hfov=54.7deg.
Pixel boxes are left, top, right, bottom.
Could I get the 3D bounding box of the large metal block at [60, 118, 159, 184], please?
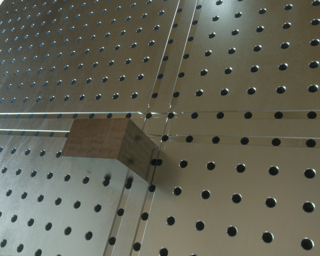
[{"bbox_3d":[-0.059,0.029,0.384,0.080,0.080,0.050,0,62,28],"label":"large metal block"}]
